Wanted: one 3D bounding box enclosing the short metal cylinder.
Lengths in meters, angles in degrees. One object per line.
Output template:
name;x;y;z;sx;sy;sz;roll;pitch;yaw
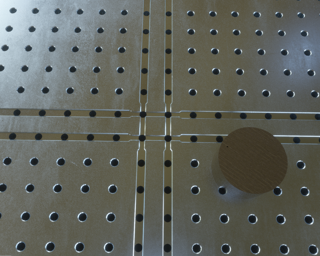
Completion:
short metal cylinder;0.108;0.045;0.383;0.081;0.050;0.080;0;70;0
